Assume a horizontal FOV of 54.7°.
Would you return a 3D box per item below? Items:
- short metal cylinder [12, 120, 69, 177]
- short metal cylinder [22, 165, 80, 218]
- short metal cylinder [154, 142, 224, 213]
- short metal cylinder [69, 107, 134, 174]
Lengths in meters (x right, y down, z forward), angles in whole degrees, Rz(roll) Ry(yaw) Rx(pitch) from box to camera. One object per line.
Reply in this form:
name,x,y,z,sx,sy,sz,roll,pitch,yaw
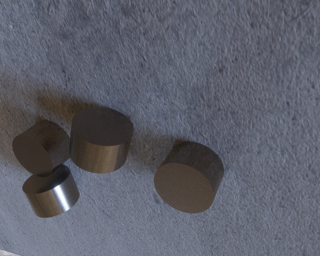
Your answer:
short metal cylinder,-0.192,0.034,0.510,0.080,0.050,0.079,13,124,20
short metal cylinder,-0.186,0.107,0.533,0.080,0.080,0.050,1,119,27
short metal cylinder,0.039,0.065,0.409,0.080,0.050,0.079,13,124,20
short metal cylinder,-0.080,0.015,0.421,0.080,0.080,0.050,26,128,11
